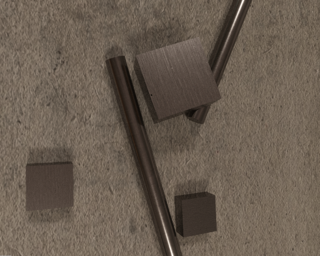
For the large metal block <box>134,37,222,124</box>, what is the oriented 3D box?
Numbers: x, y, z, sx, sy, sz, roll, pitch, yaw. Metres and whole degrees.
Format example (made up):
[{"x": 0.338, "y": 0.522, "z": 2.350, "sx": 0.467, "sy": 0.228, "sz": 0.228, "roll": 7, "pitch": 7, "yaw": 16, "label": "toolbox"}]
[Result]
[{"x": 0.020, "y": -0.058, "z": 0.390, "sx": 0.081, "sy": 0.050, "sz": 0.080, "roll": -19, "pitch": 87, "yaw": -9, "label": "large metal block"}]

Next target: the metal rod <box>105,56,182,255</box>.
[{"x": -0.016, "y": 0.056, "z": 0.404, "sx": 0.025, "sy": 0.025, "sz": 0.298, "roll": -18, "pitch": 96, "yaw": -19, "label": "metal rod"}]

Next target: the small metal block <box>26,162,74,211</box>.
[{"x": -0.129, "y": 0.067, "z": 0.362, "sx": 0.050, "sy": 0.025, "sz": 0.050, "roll": -1, "pitch": 90, "yaw": -21, "label": "small metal block"}]

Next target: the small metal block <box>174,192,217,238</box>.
[{"x": 0.049, "y": 0.118, "z": 0.429, "sx": 0.050, "sy": 0.025, "sz": 0.050, "roll": -3, "pitch": 91, "yaw": -20, "label": "small metal block"}]

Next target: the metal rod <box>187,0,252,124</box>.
[{"x": 0.105, "y": -0.147, "z": 0.449, "sx": 0.025, "sy": 0.025, "sz": 0.299, "roll": 25, "pitch": 82, "yaw": -19, "label": "metal rod"}]
